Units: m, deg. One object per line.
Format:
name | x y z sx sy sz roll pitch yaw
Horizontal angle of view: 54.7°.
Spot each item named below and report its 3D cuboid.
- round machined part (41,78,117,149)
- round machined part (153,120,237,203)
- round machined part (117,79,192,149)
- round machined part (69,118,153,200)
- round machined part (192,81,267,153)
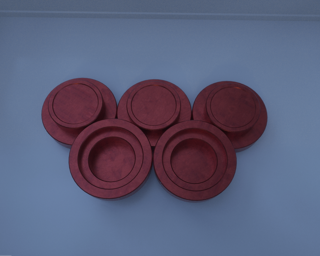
round machined part | -0.106 -0.024 0.406 0.099 0.042 0.098 0 69 -1
round machined part | 0.041 0.043 0.383 0.099 0.042 0.098 0 70 0
round machined part | -0.008 -0.022 0.406 0.099 0.042 0.098 0 69 0
round machined part | -0.058 0.041 0.383 0.099 0.042 0.098 0 70 0
round machined part | 0.091 -0.019 0.405 0.099 0.042 0.098 0 69 0
